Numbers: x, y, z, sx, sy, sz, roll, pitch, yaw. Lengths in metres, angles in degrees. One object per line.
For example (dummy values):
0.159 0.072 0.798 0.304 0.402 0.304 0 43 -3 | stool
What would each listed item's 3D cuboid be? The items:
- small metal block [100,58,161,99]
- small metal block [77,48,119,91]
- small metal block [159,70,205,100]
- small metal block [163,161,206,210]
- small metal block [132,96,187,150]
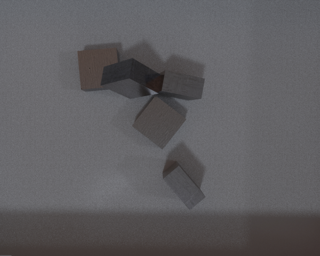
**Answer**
-0.035 -0.059 0.379 0.050 0.050 0.025 -5 72 40 | small metal block
-0.079 -0.077 0.410 0.050 0.025 0.050 -5 90 0 | small metal block
0.023 -0.053 0.394 0.050 0.050 0.025 10 90 -13 | small metal block
0.029 0.072 0.399 0.025 0.050 0.050 -40 91 0 | small metal block
-0.001 -0.007 0.411 0.050 0.025 0.050 38 90 -1 | small metal block
